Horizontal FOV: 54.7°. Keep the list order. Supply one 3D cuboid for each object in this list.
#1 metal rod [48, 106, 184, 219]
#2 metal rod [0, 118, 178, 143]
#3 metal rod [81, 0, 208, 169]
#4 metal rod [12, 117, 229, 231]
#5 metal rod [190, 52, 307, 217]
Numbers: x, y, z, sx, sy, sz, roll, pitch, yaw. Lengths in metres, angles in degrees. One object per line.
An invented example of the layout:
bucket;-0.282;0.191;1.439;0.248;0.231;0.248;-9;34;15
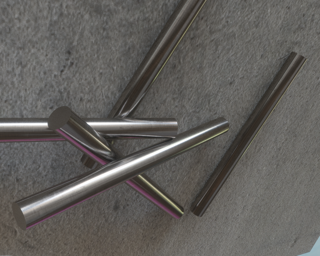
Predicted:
metal rod;-0.031;0.064;0.393;0.025;0.025;0.300;-40;141;-1
metal rod;-0.124;0.002;0.319;0.303;0.025;0.025;-1;119;-21
metal rod;-0.006;-0.077;0.357;0.025;0.025;0.299;25;105;-37
metal rod;-0.011;0.034;0.355;0.302;0.025;0.025;-20;130;-43
metal rod;0.134;0.019;0.494;0.025;0.025;0.298;19;108;-36
